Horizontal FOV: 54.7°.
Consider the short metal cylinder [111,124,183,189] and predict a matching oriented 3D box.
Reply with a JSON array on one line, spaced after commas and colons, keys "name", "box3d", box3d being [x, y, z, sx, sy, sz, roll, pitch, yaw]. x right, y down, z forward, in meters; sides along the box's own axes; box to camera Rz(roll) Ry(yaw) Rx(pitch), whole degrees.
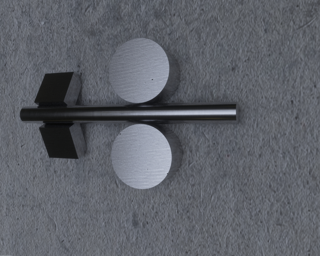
[{"name": "short metal cylinder", "box3d": [-0.015, 0.035, 0.402, 0.080, 0.050, 0.079, 0, 90, 20]}]

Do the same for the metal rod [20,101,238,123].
[{"name": "metal rod", "box3d": [-0.054, -0.019, 0.403, 0.301, 0.025, 0.025, 0, 90, 20]}]

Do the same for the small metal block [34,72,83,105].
[{"name": "small metal block", "box3d": [-0.147, -0.053, 0.452, 0.050, 0.025, 0.050, 0, 63, 20]}]

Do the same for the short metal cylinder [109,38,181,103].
[{"name": "short metal cylinder", "box3d": [-0.018, -0.071, 0.403, 0.080, 0.050, 0.079, 0, 90, 20]}]

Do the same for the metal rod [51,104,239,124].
[{"name": "metal rod", "box3d": [-0.046, -0.018, 0.426, 0.301, 0.025, 0.025, 0, 90, 19]}]

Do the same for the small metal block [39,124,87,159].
[{"name": "small metal block", "box3d": [-0.139, 0.016, 0.449, 0.050, 0.025, 0.050, 1, 117, 19]}]
